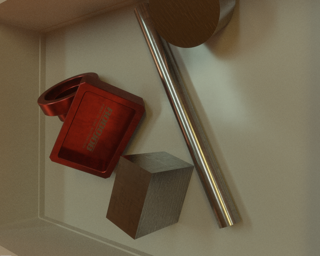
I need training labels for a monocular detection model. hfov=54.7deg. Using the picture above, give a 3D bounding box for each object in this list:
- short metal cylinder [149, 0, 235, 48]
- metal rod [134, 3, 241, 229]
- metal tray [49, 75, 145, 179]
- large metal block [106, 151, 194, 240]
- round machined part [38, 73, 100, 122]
[{"bbox_3d":[0.035,-0.134,0.338,0.080,0.050,0.079,16,127,23],"label":"short metal cylinder"},{"bbox_3d":[0.027,-0.028,0.382,0.025,0.025,0.299,-32,70,35],"label":"metal rod"},{"bbox_3d":[-0.088,0.002,0.435,0.129,0.091,0.030,-61,19,22],"label":"metal tray"},{"bbox_3d":[-0.011,0.077,0.378,0.050,0.081,0.079,23,105,37],"label":"large metal block"},{"bbox_3d":[-0.133,-0.044,0.478,0.098,0.098,0.042,5,128,39],"label":"round machined part"}]
